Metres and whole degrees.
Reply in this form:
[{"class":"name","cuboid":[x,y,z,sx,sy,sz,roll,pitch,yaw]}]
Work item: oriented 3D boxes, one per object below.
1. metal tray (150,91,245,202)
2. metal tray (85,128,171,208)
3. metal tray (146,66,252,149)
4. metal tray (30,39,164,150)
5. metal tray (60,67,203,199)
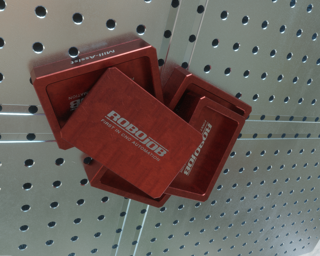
[{"class":"metal tray","cuboid":[0.050,0.028,0.411,0.090,0.030,0.129,22,95,-36]},{"class":"metal tray","cuboid":[-0.024,0.054,0.428,0.131,0.030,0.090,29,102,-38]},{"class":"metal tray","cuboid":[0.056,-0.017,0.426,0.131,0.030,0.090,21,107,-35]},{"class":"metal tray","cuboid":[-0.064,-0.038,0.349,0.131,0.030,0.090,-20,126,-16]},{"class":"metal tray","cuboid":[-0.029,0.006,0.343,0.130,0.030,0.090,37,90,-17]}]
